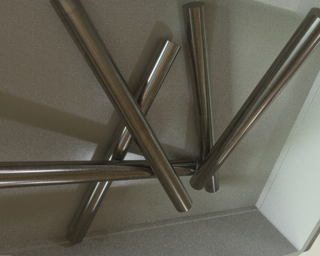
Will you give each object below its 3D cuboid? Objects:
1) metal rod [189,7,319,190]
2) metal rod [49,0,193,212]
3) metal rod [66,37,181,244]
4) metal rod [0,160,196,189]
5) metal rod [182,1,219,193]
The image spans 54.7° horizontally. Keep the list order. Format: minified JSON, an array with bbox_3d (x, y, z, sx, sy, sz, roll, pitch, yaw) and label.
[{"bbox_3d":[0.101,-0.006,0.380,0.025,0.025,0.298,-6,144,-26],"label":"metal rod"},{"bbox_3d":[-0.029,-0.008,0.358,0.025,0.025,0.299,-33,119,-8],"label":"metal rod"},{"bbox_3d":[-0.054,0.028,0.397,0.025,0.025,0.298,16,110,-35],"label":"metal rod"},{"bbox_3d":[-0.061,0.051,0.368,0.302,0.025,0.025,5,117,-45],"label":"metal rod"},{"bbox_3d":[0.062,-0.019,0.432,0.025,0.025,0.298,-23,127,-15],"label":"metal rod"}]
